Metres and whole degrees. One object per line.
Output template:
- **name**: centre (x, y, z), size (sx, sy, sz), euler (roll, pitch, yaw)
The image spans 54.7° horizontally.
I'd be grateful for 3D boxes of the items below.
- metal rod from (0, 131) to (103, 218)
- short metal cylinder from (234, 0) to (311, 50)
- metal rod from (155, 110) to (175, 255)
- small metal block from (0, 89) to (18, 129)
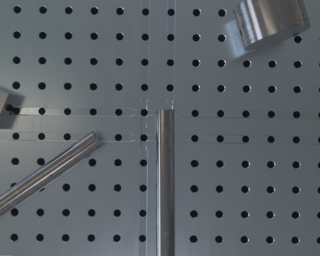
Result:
- **metal rod**: centre (-0.206, 0.100, 0.411), size (0.301, 0.025, 0.025), euler (-35, 90, 0)
- **short metal cylinder**: centre (0.138, -0.135, 0.387), size (0.080, 0.080, 0.050), euler (-16, 90, 0)
- **metal rod**: centre (0.007, 0.126, 0.413), size (0.025, 0.025, 0.298), euler (0, 90, 0)
- **small metal block**: centre (-0.228, -0.031, 0.411), size (0.050, 0.025, 0.050), euler (22, 90, 0)
